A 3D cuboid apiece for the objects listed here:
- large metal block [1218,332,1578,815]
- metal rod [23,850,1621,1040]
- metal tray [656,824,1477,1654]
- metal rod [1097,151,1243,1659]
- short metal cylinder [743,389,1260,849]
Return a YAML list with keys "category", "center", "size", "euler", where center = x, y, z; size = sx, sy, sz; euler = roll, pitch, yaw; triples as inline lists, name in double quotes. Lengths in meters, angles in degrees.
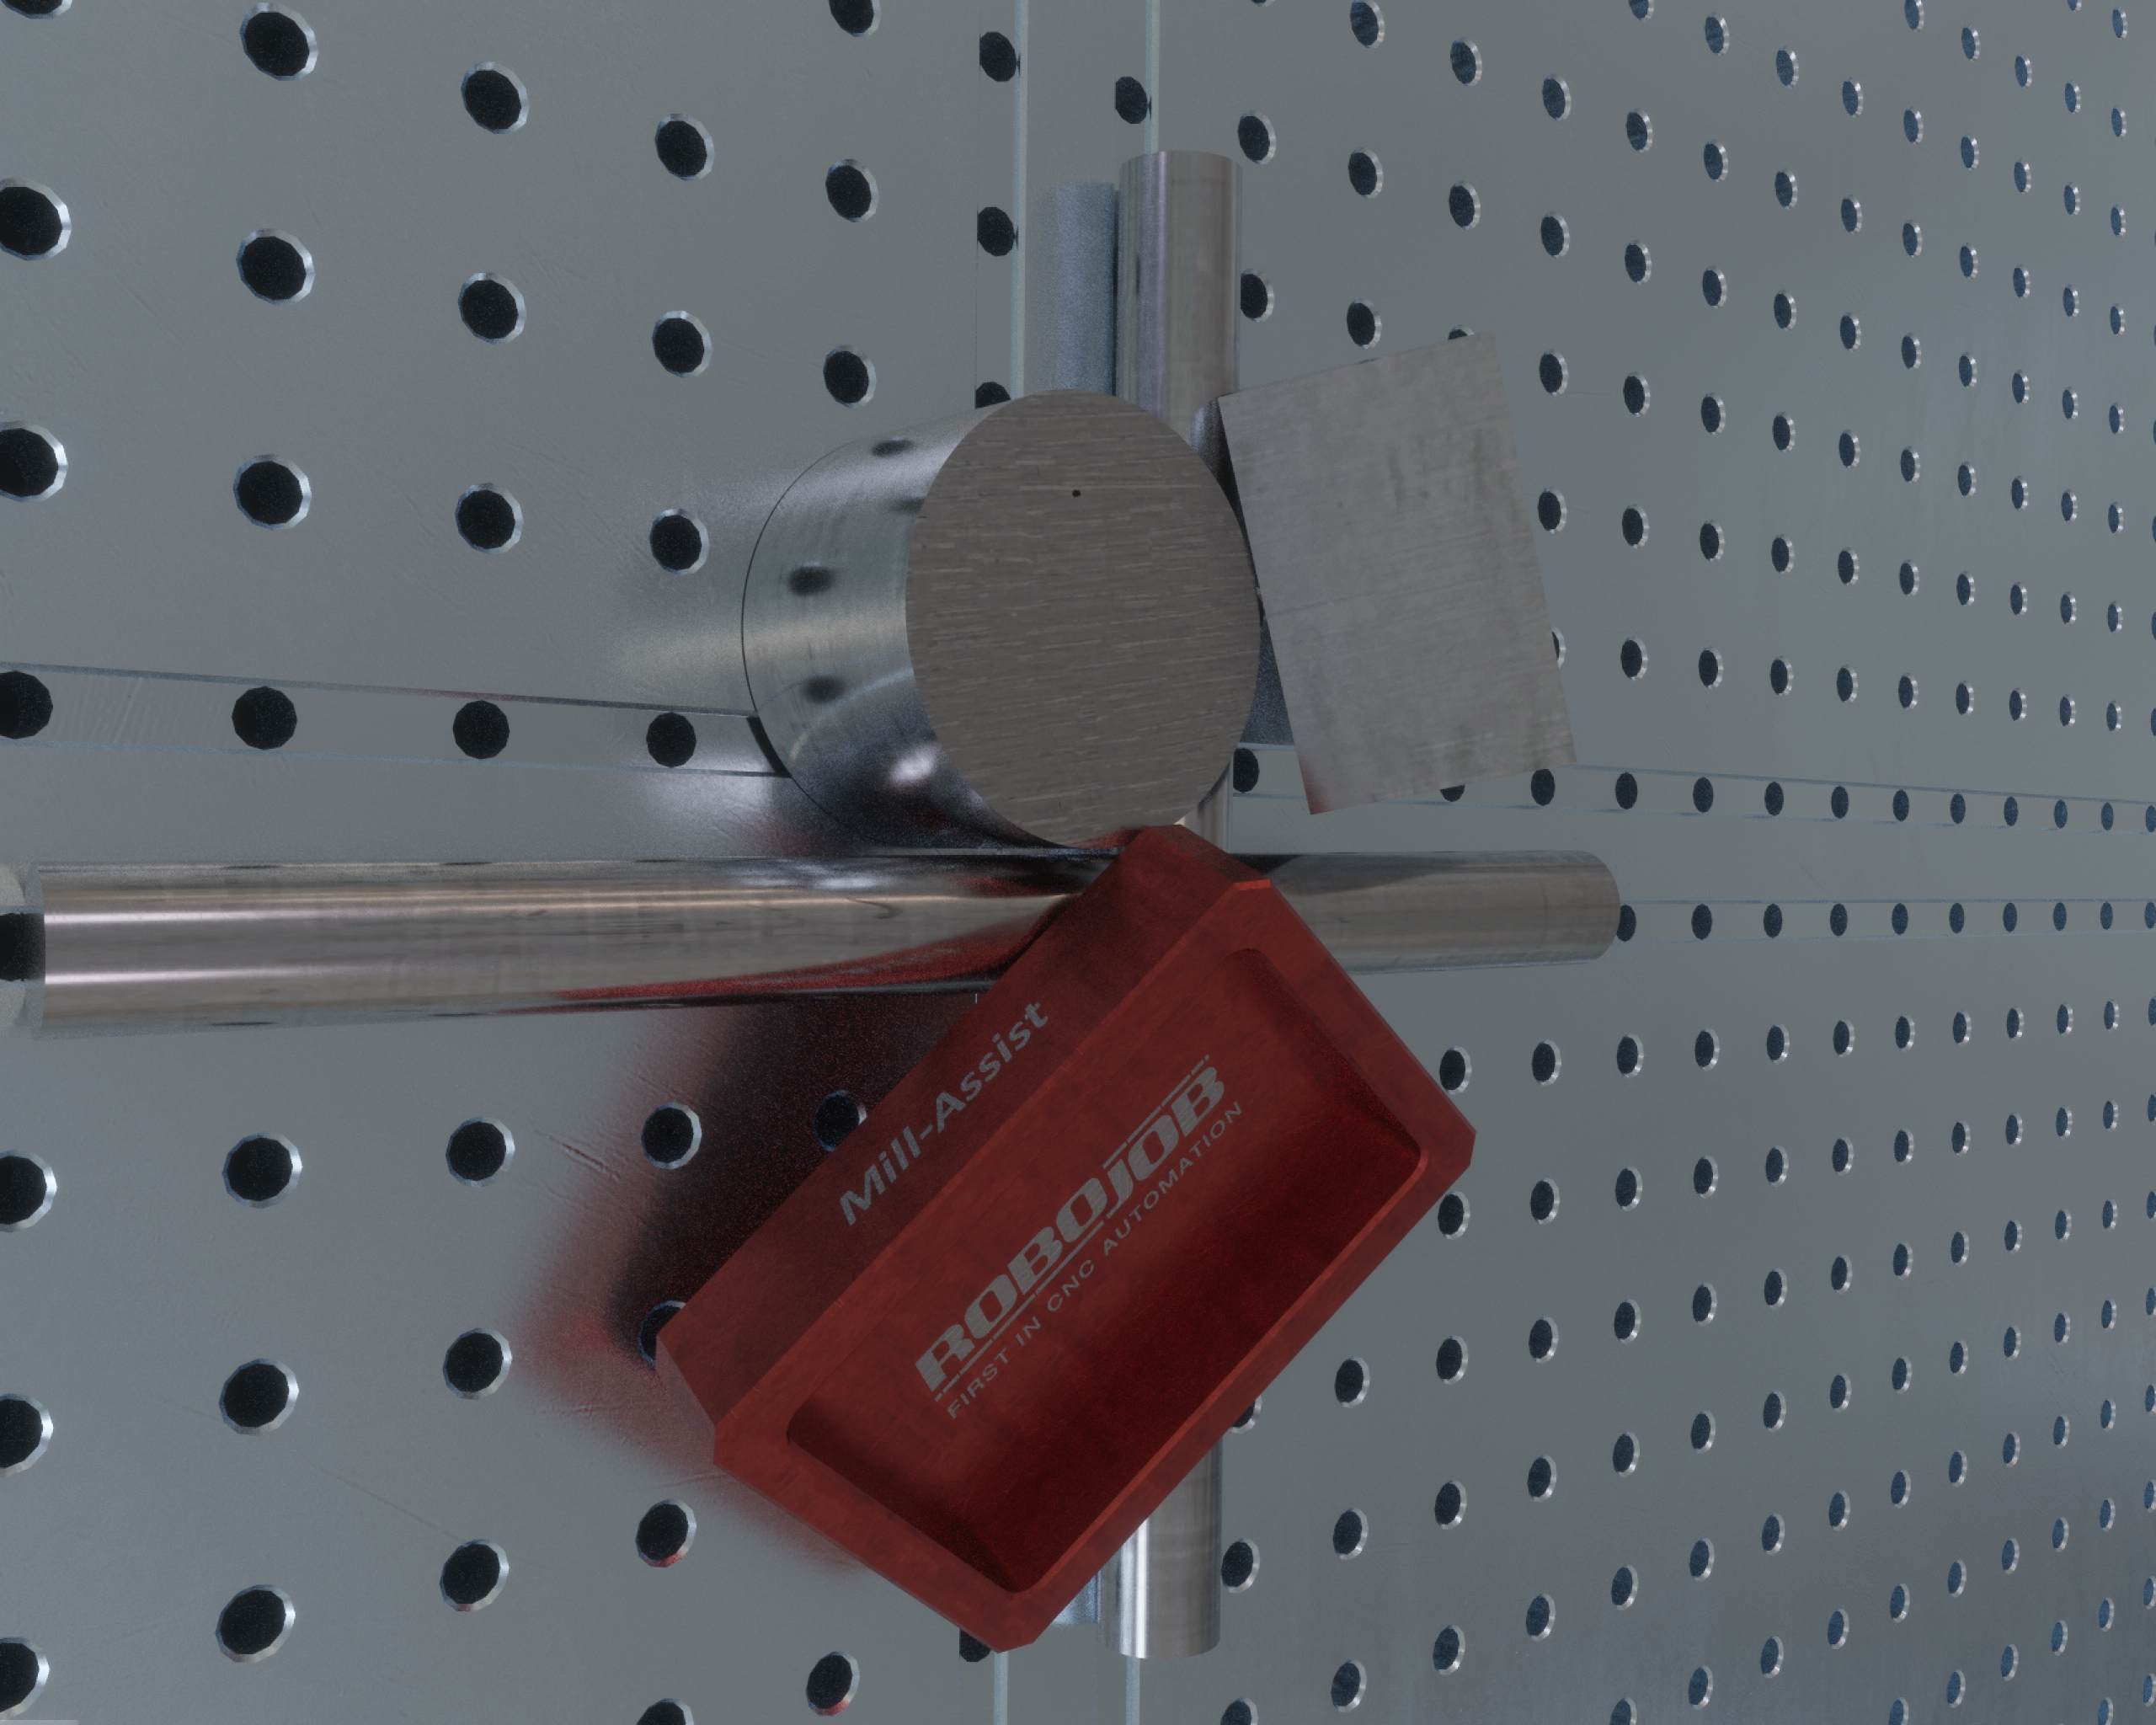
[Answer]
- category: "large metal block"
  center: [0.065, -0.061, 0.421]
  size: [0.080, 0.050, 0.080]
  euler: [-58, 136, -73]
- category: "metal rod"
  center: [-0.018, 0.011, 0.372]
  size: [0.303, 0.025, 0.025]
  euler: [-1, 91, -33]
- category: "metal tray"
  center: [0.002, 0.068, 0.374]
  size: [0.130, 0.030, 0.090]
  euler: [-46, 126, -7]
- category: "metal rod"
  center: [0.019, 0.008, 0.425]
  size: [0.025, 0.025, 0.298]
  euler: [1, 90, -40]
- category: "short metal cylinder"
  center: [-0.013, -0.042, 0.381]
  size: [0.081, 0.050, 0.079]
  euler: [0, 90, -40]
